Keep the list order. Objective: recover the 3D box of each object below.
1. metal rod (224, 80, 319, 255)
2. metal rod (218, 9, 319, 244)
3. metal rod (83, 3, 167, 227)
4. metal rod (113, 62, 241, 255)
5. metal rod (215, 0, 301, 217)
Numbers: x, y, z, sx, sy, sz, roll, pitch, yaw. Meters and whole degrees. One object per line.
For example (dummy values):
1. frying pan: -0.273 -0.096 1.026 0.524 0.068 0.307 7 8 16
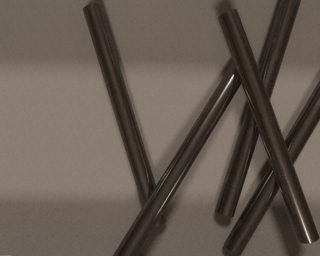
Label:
1. metal rod: 0.172 0.033 0.413 0.025 0.025 0.299 31 90 -1
2. metal rod: 0.135 -0.002 0.387 0.025 0.025 0.299 -20 90 0
3. metal rod: -0.046 -0.016 0.410 0.025 0.025 0.298 -17 90 0
4. metal rod: 0.028 0.044 0.394 0.025 0.025 0.300 32 83 -1
5. metal rod: 0.130 -0.029 0.413 0.025 0.025 0.298 17 90 -1
